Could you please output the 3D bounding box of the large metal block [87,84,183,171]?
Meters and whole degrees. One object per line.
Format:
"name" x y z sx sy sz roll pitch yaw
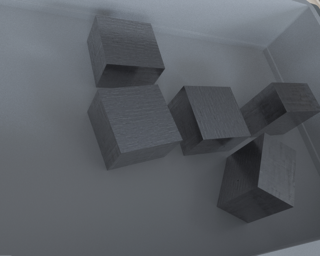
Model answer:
"large metal block" -0.032 -0.003 0.374 0.081 0.050 0.080 -10 67 -33

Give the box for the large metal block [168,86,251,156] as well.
"large metal block" 0.067 -0.011 0.432 0.081 0.050 0.080 -3 63 -30

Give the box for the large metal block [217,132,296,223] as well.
"large metal block" 0.123 0.065 0.397 0.050 0.080 0.080 30 52 -10

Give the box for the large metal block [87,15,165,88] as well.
"large metal block" -0.049 -0.101 0.425 0.081 0.050 0.080 -2 63 -29

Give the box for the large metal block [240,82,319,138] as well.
"large metal block" 0.186 -0.027 0.487 0.081 0.080 0.050 -4 64 -30
